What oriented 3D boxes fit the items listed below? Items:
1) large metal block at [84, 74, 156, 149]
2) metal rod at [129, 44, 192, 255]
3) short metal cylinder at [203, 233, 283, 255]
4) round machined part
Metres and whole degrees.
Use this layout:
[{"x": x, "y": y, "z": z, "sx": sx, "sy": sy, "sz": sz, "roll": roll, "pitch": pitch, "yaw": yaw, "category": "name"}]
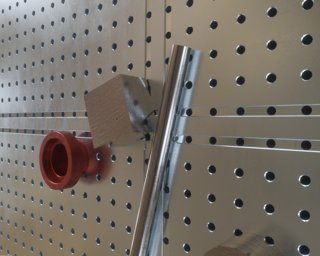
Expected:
[{"x": -0.056, "y": -0.021, "z": 0.437, "sx": 0.080, "sy": 0.050, "sz": 0.080, "roll": -22, "pitch": 76, "yaw": 37, "category": "large metal block"}, {"x": -0.003, "y": 0.043, "z": 0.409, "sx": 0.025, "sy": 0.025, "sz": 0.298, "roll": 19, "pitch": 102, "yaw": 38, "category": "metal rod"}, {"x": 0.086, "y": 0.156, "z": 0.321, "sx": 0.080, "sy": 0.050, "sz": 0.079, "roll": 0, "pitch": 90, "yaw": 39, "category": "short metal cylinder"}, {"x": -0.161, "y": 0.054, "z": 0.528, "sx": 0.098, "sy": 0.042, "sz": 0.097, "roll": 0, "pitch": 90, "yaw": 39, "category": "round machined part"}]
